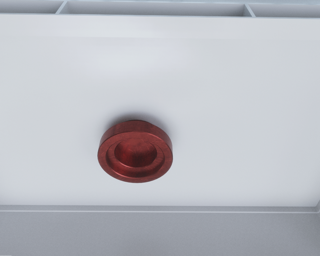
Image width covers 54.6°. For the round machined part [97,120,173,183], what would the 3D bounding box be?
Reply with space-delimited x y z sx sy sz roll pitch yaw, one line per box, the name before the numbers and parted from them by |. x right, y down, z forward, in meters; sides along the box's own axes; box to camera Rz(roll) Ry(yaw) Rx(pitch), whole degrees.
round machined part | -0.032 0.027 0.421 0.099 0.042 0.097 0 130 0
